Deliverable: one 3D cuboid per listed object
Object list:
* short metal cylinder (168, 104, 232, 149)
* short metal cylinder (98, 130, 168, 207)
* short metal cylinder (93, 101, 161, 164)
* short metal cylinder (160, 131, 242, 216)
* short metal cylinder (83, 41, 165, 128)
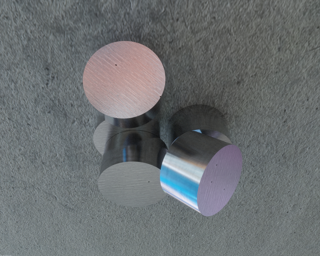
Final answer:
[{"bbox_3d":[0.051,0.016,0.406,0.081,0.050,0.079,0,130,0],"label":"short metal cylinder"},{"bbox_3d":[-0.029,0.049,0.367,0.081,0.050,0.079,0,130,0],"label":"short metal cylinder"},{"bbox_3d":[-0.040,0.000,0.391,0.081,0.050,0.079,0,130,0],"label":"short metal cylinder"},{"bbox_3d":[0.046,0.048,0.339,0.050,0.080,0.080,21,145,41],"label":"short metal cylinder"},{"bbox_3d":[-0.035,-0.043,0.327,0.081,0.080,0.050,0,169,-1],"label":"short metal cylinder"}]
